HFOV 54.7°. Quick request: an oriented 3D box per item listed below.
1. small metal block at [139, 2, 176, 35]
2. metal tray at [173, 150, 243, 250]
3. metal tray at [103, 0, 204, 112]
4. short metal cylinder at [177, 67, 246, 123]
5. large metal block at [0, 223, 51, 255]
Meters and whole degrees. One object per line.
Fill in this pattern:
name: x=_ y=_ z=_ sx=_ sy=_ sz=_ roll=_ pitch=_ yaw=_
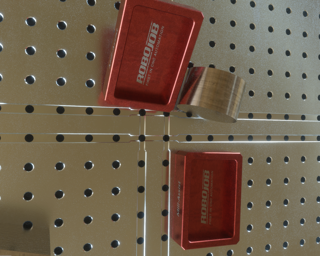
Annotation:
small metal block: x=-0.007 y=-0.147 z=0.395 sx=0.025 sy=0.050 sz=0.050 roll=-38 pitch=104 yaw=7
metal tray: x=0.068 y=0.098 z=0.436 sx=0.091 sy=0.030 sz=0.129 roll=3 pitch=89 yaw=-21
metal tray: x=-0.012 y=-0.086 z=0.372 sx=0.091 sy=0.030 sz=0.129 roll=6 pitch=119 yaw=-20
short metal cylinder: x=0.068 y=-0.042 z=0.410 sx=0.081 sy=0.080 sz=0.050 roll=18 pitch=84 yaw=-20
large metal block: x=-0.163 y=0.137 z=0.324 sx=0.081 sy=0.080 sz=0.050 roll=16 pitch=85 yaw=-20
